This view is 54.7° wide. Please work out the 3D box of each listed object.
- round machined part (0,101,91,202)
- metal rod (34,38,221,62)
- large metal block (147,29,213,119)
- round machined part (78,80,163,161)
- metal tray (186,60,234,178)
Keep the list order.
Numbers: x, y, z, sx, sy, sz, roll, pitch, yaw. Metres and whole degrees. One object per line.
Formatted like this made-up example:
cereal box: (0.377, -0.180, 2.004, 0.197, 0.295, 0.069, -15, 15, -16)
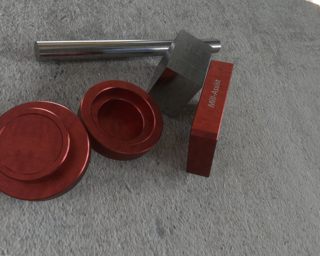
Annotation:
round machined part: (-0.118, 0.019, 0.296, 0.099, 0.042, 0.098, 2, 73, -6)
metal rod: (-0.026, -0.119, 0.461, 0.303, 0.025, 0.025, -11, 68, -33)
large metal block: (0.024, -0.073, 0.425, 0.050, 0.080, 0.080, 27, 52, -11)
round machined part: (-0.049, -0.006, 0.370, 0.099, 0.042, 0.098, 14, 56, -21)
metal tray: (0.065, -0.014, 0.402, 0.030, 0.090, 0.130, 12, 52, 11)
